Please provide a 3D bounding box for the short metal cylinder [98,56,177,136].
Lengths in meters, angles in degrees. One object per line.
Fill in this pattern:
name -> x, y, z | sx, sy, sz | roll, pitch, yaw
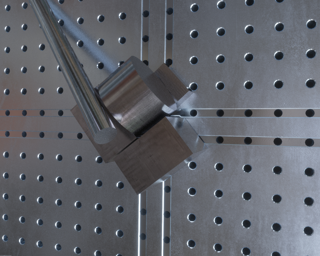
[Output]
short metal cylinder -> -0.025, -0.037, 0.364 | 0.050, 0.080, 0.080 | -38, 78, 16

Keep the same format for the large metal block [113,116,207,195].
large metal block -> 0.004, 0.031, 0.379 | 0.080, 0.080, 0.050 | -39, 78, 15

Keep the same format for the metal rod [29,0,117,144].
metal rod -> -0.124, -0.097, 0.399 | 0.025, 0.025, 0.300 | -43, 56, 15

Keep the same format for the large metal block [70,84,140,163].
large metal block -> -0.055, -0.005, 0.402 | 0.050, 0.080, 0.080 | -39, 78, 16

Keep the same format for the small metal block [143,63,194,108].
small metal block -> 0.007, -0.049, 0.410 | 0.050, 0.025, 0.050 | -43, 77, 14
